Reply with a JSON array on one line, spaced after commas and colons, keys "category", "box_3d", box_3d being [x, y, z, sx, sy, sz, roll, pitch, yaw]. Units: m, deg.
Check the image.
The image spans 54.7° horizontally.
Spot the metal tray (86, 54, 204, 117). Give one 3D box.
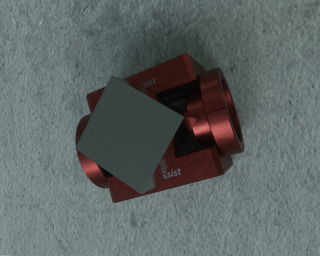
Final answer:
[{"category": "metal tray", "box_3d": [-0.011, -0.044, 0.380, 0.130, 0.090, 0.030, -19, 84, 18]}]

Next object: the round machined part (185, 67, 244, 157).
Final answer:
[{"category": "round machined part", "box_3d": [0.060, -0.015, 0.349, 0.042, 0.098, 0.097, -16, 85, 19]}]

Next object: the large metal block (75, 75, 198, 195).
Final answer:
[{"category": "large metal block", "box_3d": [-0.022, 0.005, 0.306, 0.080, 0.050, 0.080, 31, 100, 17]}]

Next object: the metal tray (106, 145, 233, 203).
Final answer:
[{"category": "metal tray", "box_3d": [0.015, 0.051, 0.368, 0.130, 0.090, 0.030, -18, 84, 18]}]

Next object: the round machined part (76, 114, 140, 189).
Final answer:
[{"category": "round machined part", "box_3d": [-0.059, 0.024, 0.391, 0.042, 0.098, 0.097, -16, 85, 19]}]
